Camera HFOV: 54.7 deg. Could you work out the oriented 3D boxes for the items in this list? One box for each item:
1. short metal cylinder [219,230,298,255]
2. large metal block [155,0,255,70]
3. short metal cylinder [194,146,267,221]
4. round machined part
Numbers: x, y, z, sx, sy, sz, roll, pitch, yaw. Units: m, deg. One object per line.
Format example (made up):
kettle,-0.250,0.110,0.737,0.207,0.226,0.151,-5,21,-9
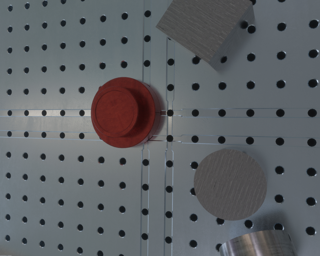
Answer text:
short metal cylinder,0.110,0.150,0.337,0.080,0.080,0.050,-24,50,18
large metal block,0.056,-0.130,0.379,0.080,0.050,0.080,39,102,15
short metal cylinder,0.086,0.063,0.369,0.080,0.050,0.080,0,90,20
round machined part,-0.052,-0.021,0.422,0.098,0.042,0.097,0,90,20
